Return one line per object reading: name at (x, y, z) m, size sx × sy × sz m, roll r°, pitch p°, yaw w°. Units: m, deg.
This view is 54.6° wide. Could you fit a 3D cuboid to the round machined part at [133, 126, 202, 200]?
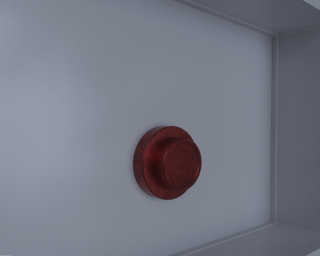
round machined part at (0.017, 0.046, 0.409) m, size 0.099 × 0.042 × 0.097 m, roll 0°, pitch 90°, yaw -40°
